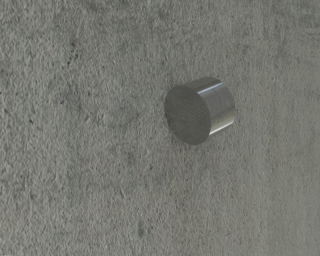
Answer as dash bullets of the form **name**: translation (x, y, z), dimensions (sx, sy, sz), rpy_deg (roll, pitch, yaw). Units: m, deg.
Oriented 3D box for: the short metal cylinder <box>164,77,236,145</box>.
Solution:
- **short metal cylinder**: translation (0.052, -0.023, 0.411), dimensions (0.050, 0.080, 0.080), rpy_deg (-24, 106, -37)
